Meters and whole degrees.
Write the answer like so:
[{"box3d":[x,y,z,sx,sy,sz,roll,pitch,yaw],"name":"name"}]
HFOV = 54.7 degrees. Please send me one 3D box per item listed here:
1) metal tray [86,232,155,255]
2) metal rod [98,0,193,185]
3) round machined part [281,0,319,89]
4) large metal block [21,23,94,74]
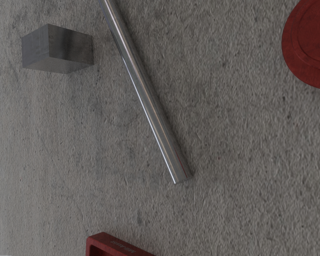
[{"box3d":[-0.056,0.215,0.448,0.130,0.030,0.089,6,94,39],"name":"metal tray"},{"box3d":[-0.027,-0.066,0.427,0.025,0.025,0.299,-36,68,34],"name":"metal rod"},{"box3d":[0.154,-0.082,0.267,0.098,0.042,0.097,0,90,40],"name":"round machined part"},{"box3d":[-0.167,-0.125,0.507,0.080,0.081,0.050,-6,86,40],"name":"large metal block"}]
